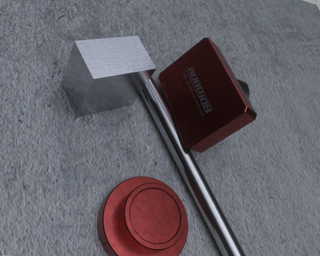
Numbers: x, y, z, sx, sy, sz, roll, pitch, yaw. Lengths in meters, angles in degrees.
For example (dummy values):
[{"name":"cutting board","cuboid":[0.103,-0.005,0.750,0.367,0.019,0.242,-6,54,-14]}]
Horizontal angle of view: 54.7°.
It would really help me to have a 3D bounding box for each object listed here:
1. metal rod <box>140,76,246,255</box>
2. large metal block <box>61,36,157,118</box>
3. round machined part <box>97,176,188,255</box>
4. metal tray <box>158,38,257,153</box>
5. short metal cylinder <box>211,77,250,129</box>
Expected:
[{"name":"metal rod","cuboid":[0.028,0.033,0.400,0.025,0.025,0.299,-15,70,-34]},{"name":"large metal block","cuboid":[-0.064,-0.062,0.373,0.081,0.080,0.050,-17,71,-35]},{"name":"round machined part","cuboid":[-0.013,0.097,0.328,0.099,0.042,0.098,14,56,-21]},{"name":"metal tray","cuboid":[0.056,-0.044,0.406,0.030,0.090,0.130,25,37,-48]},{"name":"short metal cylinder","cuboid":[0.080,-0.038,0.437,0.050,0.080,0.080,17,55,-19]}]
